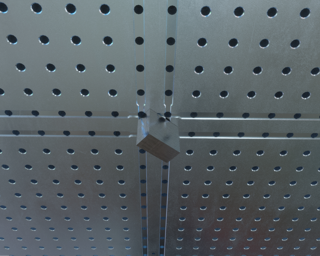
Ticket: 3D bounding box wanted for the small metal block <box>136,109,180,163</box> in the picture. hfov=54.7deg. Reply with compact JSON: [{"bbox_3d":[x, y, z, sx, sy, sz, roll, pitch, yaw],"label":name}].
[{"bbox_3d":[-0.002,0.010,0.404,0.050,0.050,0.025,33,123,-25],"label":"small metal block"}]
